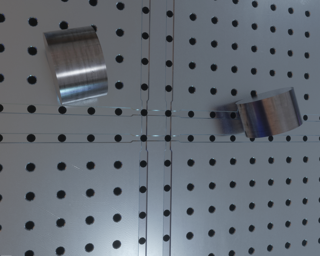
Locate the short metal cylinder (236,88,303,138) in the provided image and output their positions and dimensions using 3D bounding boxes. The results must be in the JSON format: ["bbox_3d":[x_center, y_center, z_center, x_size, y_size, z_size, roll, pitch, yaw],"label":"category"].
[{"bbox_3d":[0.154,-0.022,0.440,0.081,0.080,0.050,-20,97,-19],"label":"short metal cylinder"}]

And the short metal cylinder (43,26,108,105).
[{"bbox_3d":[-0.095,-0.070,0.348,0.050,0.080,0.080,-15,96,-19],"label":"short metal cylinder"}]
